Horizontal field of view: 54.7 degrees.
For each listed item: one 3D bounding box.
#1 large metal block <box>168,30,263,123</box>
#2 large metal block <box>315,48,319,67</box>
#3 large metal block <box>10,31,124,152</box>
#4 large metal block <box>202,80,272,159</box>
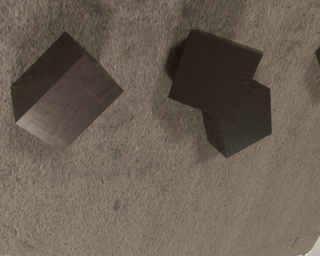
[{"bbox_3d":[0.065,-0.063,0.362,0.080,0.050,0.079,23,113,10],"label":"large metal block"},{"bbox_3d":[0.305,-0.113,0.491,0.080,0.050,0.080,-44,130,2],"label":"large metal block"},{"bbox_3d":[-0.092,-0.038,0.298,0.080,0.080,0.050,-44,130,2],"label":"large metal block"},{"bbox_3d":[0.109,-0.016,0.443,0.080,0.050,0.080,-27,128,-12],"label":"large metal block"}]
